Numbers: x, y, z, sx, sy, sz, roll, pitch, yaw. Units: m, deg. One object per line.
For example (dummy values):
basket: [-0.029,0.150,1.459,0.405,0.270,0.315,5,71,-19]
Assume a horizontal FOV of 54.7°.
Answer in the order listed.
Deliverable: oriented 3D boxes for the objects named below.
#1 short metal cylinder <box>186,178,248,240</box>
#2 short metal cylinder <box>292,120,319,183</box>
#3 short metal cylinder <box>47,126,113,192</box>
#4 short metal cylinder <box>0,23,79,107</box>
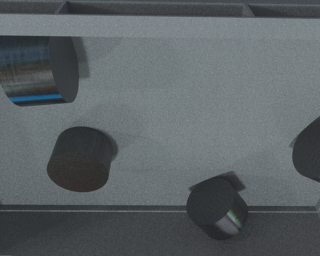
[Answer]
short metal cylinder: [0.088,0.124,0.480,0.080,0.080,0.050,-27,125,21]
short metal cylinder: [0.223,0.034,0.404,0.050,0.080,0.080,22,127,-18]
short metal cylinder: [-0.108,0.044,0.429,0.081,0.050,0.079,0,130,0]
short metal cylinder: [-0.121,-0.063,0.318,0.050,0.080,0.080,-4,130,4]
